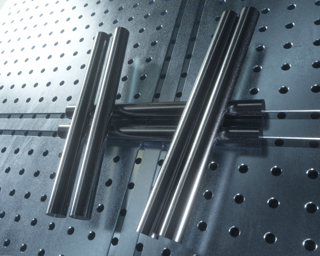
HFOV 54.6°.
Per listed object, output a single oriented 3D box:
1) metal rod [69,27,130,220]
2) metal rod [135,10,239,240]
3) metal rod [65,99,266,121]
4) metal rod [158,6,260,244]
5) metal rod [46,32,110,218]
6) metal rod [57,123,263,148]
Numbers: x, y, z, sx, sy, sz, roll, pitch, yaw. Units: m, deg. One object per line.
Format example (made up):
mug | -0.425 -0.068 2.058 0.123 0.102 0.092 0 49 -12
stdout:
metal rod | -0.078 -0.025 0.435 0.025 0.025 0.300 -7 58 24
metal rod | 0.041 -0.020 0.369 0.025 0.025 0.300 10 66 32
metal rod | -0.012 -0.024 0.431 0.300 0.025 0.025 1 62 28
metal rod | 0.064 -0.020 0.357 0.025 0.025 0.300 10 66 32
metal rod | -0.112 -0.023 0.451 0.025 0.025 0.300 -8 58 24
metal rod | -0.020 0.007 0.416 0.300 0.025 0.025 1 62 28
